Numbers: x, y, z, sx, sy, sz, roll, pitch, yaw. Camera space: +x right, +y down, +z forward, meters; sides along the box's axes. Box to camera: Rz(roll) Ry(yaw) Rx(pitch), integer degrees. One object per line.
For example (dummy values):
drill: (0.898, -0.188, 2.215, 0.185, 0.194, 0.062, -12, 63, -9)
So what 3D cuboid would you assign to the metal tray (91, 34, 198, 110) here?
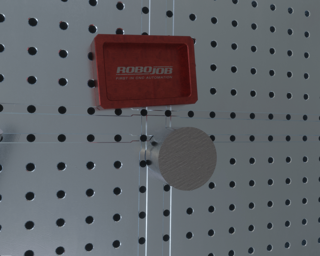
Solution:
metal tray: (-0.018, -0.072, 0.403, 0.131, 0.030, 0.089, -5, 92, -20)

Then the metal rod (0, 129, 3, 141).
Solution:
metal rod: (-0.211, 0.137, 0.296, 0.025, 0.025, 0.298, 20, 98, -19)

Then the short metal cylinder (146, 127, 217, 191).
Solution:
short metal cylinder: (0.027, 0.038, 0.410, 0.081, 0.050, 0.079, 0, 90, -20)
